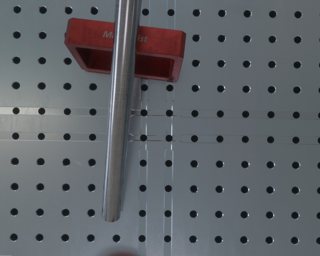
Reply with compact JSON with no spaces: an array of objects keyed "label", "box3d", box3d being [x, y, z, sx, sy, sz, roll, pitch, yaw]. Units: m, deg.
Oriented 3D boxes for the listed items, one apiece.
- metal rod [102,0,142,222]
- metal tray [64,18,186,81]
[{"label":"metal rod","box3d":[-0.046,-0.015,0.350,0.025,0.025,0.298,8,116,0]},{"label":"metal tray","box3d":[-0.038,-0.092,0.378,0.131,0.090,0.030,7,81,0]}]
